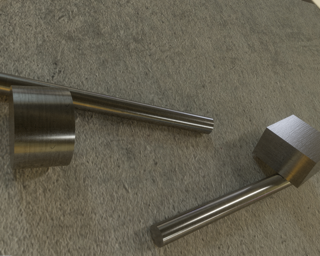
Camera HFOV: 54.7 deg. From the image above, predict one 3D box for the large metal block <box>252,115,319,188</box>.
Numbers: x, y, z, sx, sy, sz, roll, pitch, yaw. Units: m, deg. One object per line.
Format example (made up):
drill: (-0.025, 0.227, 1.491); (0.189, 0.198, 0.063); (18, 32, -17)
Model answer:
large metal block: (0.201, 0.031, 0.460); (0.081, 0.050, 0.080); (-19, 49, -39)

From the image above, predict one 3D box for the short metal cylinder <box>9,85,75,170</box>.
short metal cylinder: (-0.119, -0.001, 0.306); (0.050, 0.080, 0.080); (-1, 62, -29)

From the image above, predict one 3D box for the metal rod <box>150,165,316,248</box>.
metal rod: (0.120, 0.090, 0.415); (0.303, 0.025, 0.025); (-12, 68, -33)

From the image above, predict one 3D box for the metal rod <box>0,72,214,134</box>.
metal rod: (-0.066, -0.029, 0.386); (0.302, 0.025, 0.025); (11, 57, -23)
